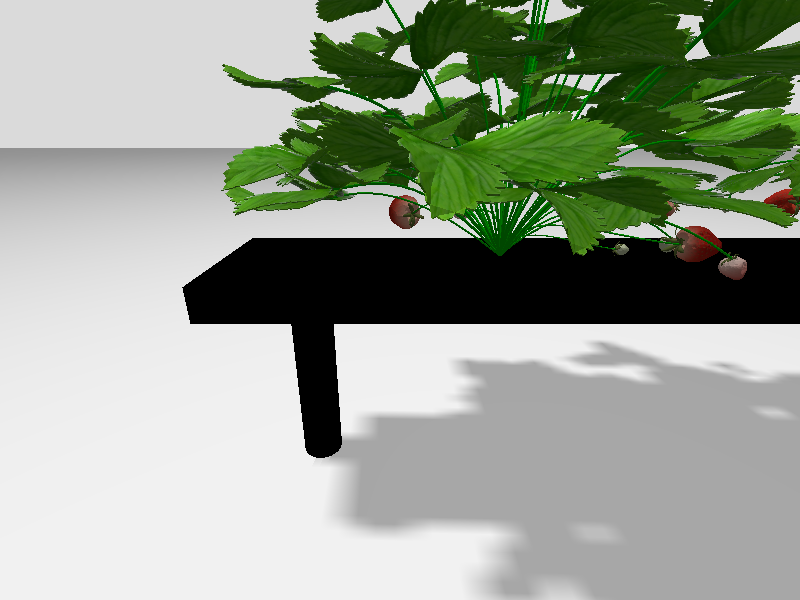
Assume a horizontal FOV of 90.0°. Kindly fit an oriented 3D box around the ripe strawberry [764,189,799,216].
[{"bbox_3d":[0.497,-0.126,0.521,0.041,0.036,0.037,-5,17,-13],"label":"ripe strawberry"}]

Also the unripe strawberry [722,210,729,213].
[{"bbox_3d":[0.418,-0.118,0.513,0.011,0.011,0.011,-15,27,-33],"label":"unripe strawberry"}]

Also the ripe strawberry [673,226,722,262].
[{"bbox_3d":[0.252,-0.047,0.338,0.031,0.030,0.034,3,23,6],"label":"ripe strawberry"}]

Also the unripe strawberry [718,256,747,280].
[{"bbox_3d":[0.250,-0.023,0.300,0.017,0.017,0.019,-26,9,30],"label":"unripe strawberry"}]

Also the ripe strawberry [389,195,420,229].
[{"bbox_3d":[0.003,-0.103,0.469,0.037,0.039,0.040,-15,26,-32],"label":"ripe strawberry"}]

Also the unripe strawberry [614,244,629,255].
[{"bbox_3d":[0.200,-0.046,0.362,0.012,0.010,0.012,0,22,-1],"label":"unripe strawberry"}]

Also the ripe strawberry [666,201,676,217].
[{"bbox_3d":[0.351,-0.125,0.535,0.027,0.029,0.029,-21,16,-40],"label":"ripe strawberry"}]

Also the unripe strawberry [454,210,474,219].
[{"bbox_3d":[0.079,-0.120,0.514,0.034,0.030,0.031,-1,22,-4],"label":"unripe strawberry"}]

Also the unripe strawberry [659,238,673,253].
[{"bbox_3d":[0.247,-0.050,0.370,0.014,0.014,0.013,-9,23,-1],"label":"unripe strawberry"}]
